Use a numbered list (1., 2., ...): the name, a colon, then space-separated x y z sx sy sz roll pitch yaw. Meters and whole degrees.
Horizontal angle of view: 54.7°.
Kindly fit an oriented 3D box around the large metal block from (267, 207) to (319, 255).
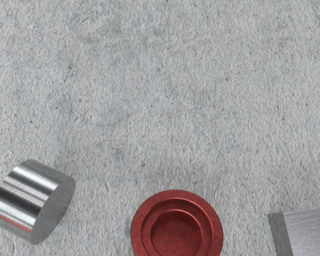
1. large metal block: 0.178 0.132 0.349 0.081 0.050 0.080 -6 70 -3

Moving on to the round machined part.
1. round machined part: 0.018 0.122 0.345 0.099 0.042 0.098 1 51 -2

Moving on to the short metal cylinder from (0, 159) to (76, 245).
1. short metal cylinder: -0.140 0.082 0.347 0.050 0.080 0.080 24 72 8
